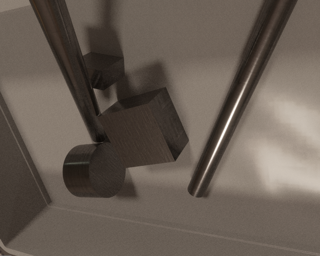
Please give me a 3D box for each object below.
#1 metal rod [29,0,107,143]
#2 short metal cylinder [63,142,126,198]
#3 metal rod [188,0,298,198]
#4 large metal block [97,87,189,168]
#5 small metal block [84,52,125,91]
[{"bbox_3d":[-0.088,-0.053,0.329,0.025,0.025,0.299,27,157,11],"label":"metal rod"},{"bbox_3d":[-0.096,0.063,0.460,0.050,0.080,0.080,-6,115,31],"label":"short metal cylinder"},{"bbox_3d":[0.084,-0.027,0.346,0.025,0.025,0.298,25,127,12],"label":"metal rod"},{"bbox_3d":[-0.020,0.001,0.403,0.080,0.050,0.080,-12,113,33],"label":"large metal block"},{"bbox_3d":[-0.079,-0.072,0.388,0.050,0.050,0.025,14,124,20],"label":"small metal block"}]
